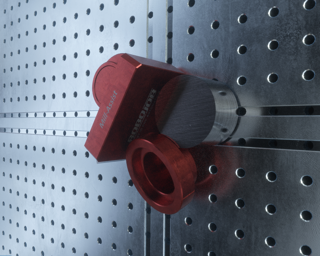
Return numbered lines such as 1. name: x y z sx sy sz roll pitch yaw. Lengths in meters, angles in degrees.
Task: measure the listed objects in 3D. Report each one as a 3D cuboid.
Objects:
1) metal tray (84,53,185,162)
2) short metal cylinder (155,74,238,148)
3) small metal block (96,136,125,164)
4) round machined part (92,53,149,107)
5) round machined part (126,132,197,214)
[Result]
1. metal tray: -0.030 -0.021 0.386 0.030 0.091 0.129 40 114 33
2. short metal cylinder: 0.041 -0.018 0.354 0.080 0.050 0.079 0 90 40
3. small metal block: -0.067 0.022 0.442 0.025 0.050 0.050 -19 78 38
4. round machined part: -0.059 -0.058 0.441 0.098 0.042 0.097 0 90 40
5. round machined part: 0.006 0.050 0.373 0.098 0.042 0.097 29 131 38
